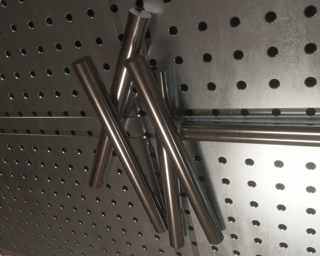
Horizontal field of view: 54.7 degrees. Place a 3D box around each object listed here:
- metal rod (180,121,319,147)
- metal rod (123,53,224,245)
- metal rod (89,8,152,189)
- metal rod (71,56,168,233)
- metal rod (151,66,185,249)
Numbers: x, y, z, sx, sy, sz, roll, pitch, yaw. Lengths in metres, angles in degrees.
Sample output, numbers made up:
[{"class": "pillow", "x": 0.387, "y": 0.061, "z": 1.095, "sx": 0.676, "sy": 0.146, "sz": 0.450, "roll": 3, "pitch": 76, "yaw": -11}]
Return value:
[{"class": "metal rod", "x": 0.165, "y": 0.008, "z": 0.328, "sx": 0.301, "sy": 0.025, "sz": 0.025, "roll": 2, "pitch": 119, "yaw": 26}, {"class": "metal rod", "x": 0.028, "y": 0.045, "z": 0.402, "sx": 0.025, "sy": 0.025, "sz": 0.299, "roll": -8, "pitch": 122, "yaw": 31}, {"class": "metal rod", "x": -0.065, "y": -0.017, "z": 0.432, "sx": 0.025, "sy": 0.025, "sz": 0.298, "roll": 29, "pitch": 128, "yaw": 9}, {"class": "metal rod", "x": -0.045, "y": 0.042, "z": 0.436, "sx": 0.025, "sy": 0.025, "sz": 0.299, "roll": -3, "pitch": 124, "yaw": 29}, {"class": "metal rod", "x": 0.013, "y": 0.060, "z": 0.440, "sx": 0.025, "sy": 0.025, "sz": 0.298, "roll": 7, "pitch": 122, "yaw": 24}]
